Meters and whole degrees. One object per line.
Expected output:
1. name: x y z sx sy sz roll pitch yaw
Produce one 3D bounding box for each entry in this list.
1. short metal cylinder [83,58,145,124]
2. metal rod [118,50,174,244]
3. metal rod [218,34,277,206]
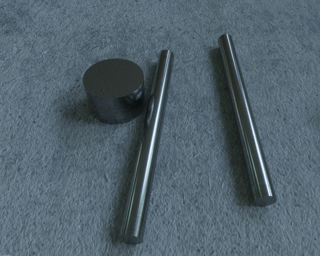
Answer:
1. short metal cylinder: -0.062 -0.052 0.430 0.081 0.050 0.080 0 50 0
2. metal rod: -0.009 -0.002 0.404 0.025 0.025 0.300 6 50 5
3. metal rod: 0.113 -0.035 0.433 0.025 0.025 0.300 0 50 0
